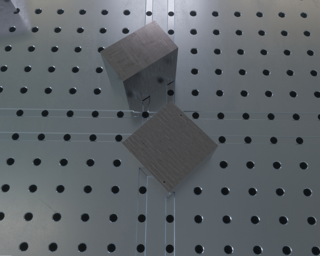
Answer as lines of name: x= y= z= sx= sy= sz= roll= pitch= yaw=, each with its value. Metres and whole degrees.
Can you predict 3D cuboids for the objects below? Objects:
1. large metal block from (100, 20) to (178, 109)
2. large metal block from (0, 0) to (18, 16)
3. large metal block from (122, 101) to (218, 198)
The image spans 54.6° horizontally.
large metal block: x=-0.025 y=-0.081 z=0.412 sx=0.080 sy=0.080 sz=0.050 roll=-34 pitch=74 yaw=-11
large metal block: x=-0.275 y=-0.217 z=0.477 sx=0.080 sy=0.050 sz=0.080 roll=-16 pitch=71 yaw=-6
large metal block: x=0.012 y=0.028 z=0.389 sx=0.080 sy=0.050 sz=0.080 roll=-42 pitch=75 yaw=-14
